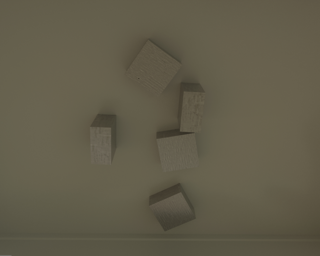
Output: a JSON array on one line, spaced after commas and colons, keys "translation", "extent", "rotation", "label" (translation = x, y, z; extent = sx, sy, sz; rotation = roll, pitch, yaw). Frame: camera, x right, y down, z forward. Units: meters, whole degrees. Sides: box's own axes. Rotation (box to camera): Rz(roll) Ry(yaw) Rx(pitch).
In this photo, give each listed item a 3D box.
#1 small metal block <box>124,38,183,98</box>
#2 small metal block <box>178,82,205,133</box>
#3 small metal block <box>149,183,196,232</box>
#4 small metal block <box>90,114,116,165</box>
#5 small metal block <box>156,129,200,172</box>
[{"translation": [-0.008, -0.074, 0.384], "extent": [0.050, 0.025, 0.050], "rotation": [34, 106, -12], "label": "small metal block"}, {"translation": [0.038, -0.027, 0.389], "extent": [0.025, 0.050, 0.050], "rotation": [3, 110, -2], "label": "small metal block"}, {"translation": [0.018, 0.116, 0.455], "extent": [0.050, 0.025, 0.050], "rotation": [-25, 109, 8], "label": "small metal block"}, {"translation": [-0.073, 0.014, 0.402], "extent": [0.025, 0.050, 0.050], "rotation": [3, 110, -1], "label": "small metal block"}, {"translation": [0.024, 0.029, 0.422], "extent": [0.050, 0.025, 0.050], "rotation": [-9, 110, 3], "label": "small metal block"}]
